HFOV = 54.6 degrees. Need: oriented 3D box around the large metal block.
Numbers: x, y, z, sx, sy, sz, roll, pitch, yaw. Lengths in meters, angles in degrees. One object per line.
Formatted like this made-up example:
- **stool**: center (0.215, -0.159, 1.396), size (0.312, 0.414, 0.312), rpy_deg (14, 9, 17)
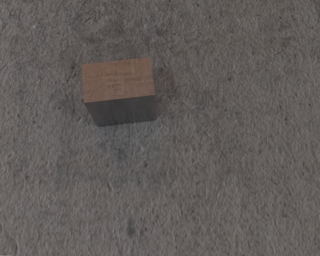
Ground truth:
- **large metal block**: center (-0.048, -0.043, 0.394), size (0.080, 0.080, 0.050), rpy_deg (-7, 70, -3)
